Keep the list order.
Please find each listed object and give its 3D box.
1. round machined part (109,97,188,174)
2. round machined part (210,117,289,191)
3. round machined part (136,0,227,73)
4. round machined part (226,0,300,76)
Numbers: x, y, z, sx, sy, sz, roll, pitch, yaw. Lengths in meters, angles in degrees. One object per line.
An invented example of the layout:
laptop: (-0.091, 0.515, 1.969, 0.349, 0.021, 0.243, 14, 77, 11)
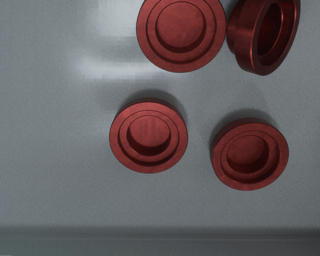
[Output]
round machined part: (-0.014, 0.007, 0.405, 0.099, 0.042, 0.097, 0, 110, -1)
round machined part: (0.116, 0.031, 0.416, 0.099, 0.042, 0.097, 0, 110, -1)
round machined part: (0.023, -0.116, 0.354, 0.099, 0.042, 0.097, 0, 120, 0)
round machined part: (0.111, -0.111, 0.345, 0.099, 0.042, 0.097, -26, 129, -36)
